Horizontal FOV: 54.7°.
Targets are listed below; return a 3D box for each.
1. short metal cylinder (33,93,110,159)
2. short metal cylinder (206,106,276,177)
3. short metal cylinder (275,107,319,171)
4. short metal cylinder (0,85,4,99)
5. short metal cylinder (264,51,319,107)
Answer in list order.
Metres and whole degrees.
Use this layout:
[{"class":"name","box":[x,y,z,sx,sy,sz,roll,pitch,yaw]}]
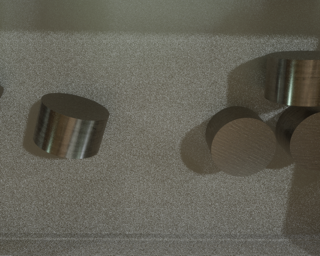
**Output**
[{"class":"short metal cylinder","box":[-0.108,-0.004,0.379,0.080,0.080,0.050,17,109,-7]},{"class":"short metal cylinder","box":[0.103,0.016,0.406,0.081,0.050,0.079,0,110,-1]},{"class":"short metal cylinder","box":[0.200,0.008,0.404,0.081,0.050,0.079,0,110,-1]},{"class":"short metal cylinder","box":[-0.235,-0.033,0.366,0.050,0.080,0.080,38,106,-13]},{"class":"short metal cylinder","box":[0.166,-0.060,0.362,0.081,0.080,0.050,-3,110,0]}]
